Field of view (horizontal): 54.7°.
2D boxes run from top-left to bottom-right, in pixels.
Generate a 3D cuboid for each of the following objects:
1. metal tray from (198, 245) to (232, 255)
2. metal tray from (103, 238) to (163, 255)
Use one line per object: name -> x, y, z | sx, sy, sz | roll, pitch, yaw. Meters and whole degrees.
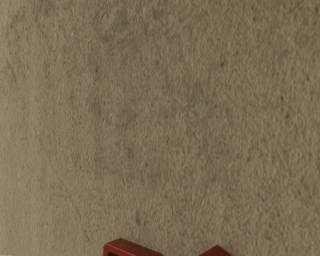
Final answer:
metal tray -> 0.030, 0.200, 0.335 | 0.030, 0.091, 0.129 | 30, 109, 36
metal tray -> -0.039, 0.232, 0.431 | 0.090, 0.030, 0.129 | 3, 92, 39
